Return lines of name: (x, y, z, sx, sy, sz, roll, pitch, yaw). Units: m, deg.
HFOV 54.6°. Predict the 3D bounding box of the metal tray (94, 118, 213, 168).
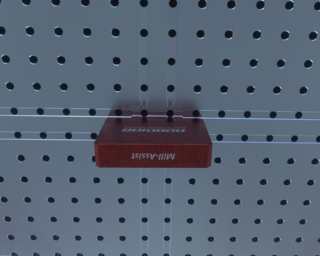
metal tray: (-0.007, 0.016, 0.384, 0.131, 0.090, 0.030, 0, 110, 0)
